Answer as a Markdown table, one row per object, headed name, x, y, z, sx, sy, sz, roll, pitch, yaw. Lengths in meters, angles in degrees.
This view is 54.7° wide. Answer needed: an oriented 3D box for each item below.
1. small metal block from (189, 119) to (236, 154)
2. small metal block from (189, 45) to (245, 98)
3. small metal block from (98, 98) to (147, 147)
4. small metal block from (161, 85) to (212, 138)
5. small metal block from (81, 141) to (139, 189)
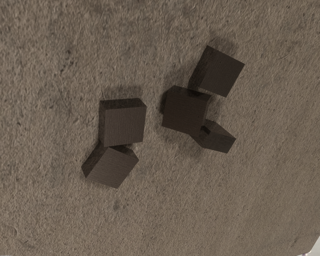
| name | x | y | z | sx | sy | sz | roll | pitch | yaw |
| --- | --- | --- | --- | --- | --- | --- | --- | --- | --- |
| small metal block | 0.069 | 0.008 | 0.436 | 0.050 | 0.050 | 0.025 | 15 | 111 | -35 |
| small metal block | 0.074 | -0.073 | 0.404 | 0.050 | 0.025 | 0.050 | 15 | 111 | -35 |
| small metal block | -0.047 | -0.007 | 0.378 | 0.050 | 0.025 | 0.050 | -7 | 122 | -26 |
| small metal block | 0.033 | -0.022 | 0.395 | 0.025 | 0.050 | 0.050 | -49 | 153 | -59 |
| small metal block | -0.064 | 0.046 | 0.401 | 0.050 | 0.025 | 0.050 | 29 | 102 | -38 |
